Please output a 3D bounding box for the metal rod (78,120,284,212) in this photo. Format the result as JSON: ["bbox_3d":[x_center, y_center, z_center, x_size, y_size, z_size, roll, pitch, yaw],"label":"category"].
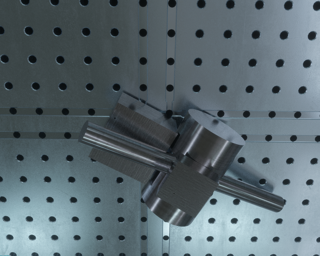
[{"bbox_3d":[0.045,0.057,0.389,0.302,0.025,0.025,23,109,-25],"label":"metal rod"}]

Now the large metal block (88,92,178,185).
[{"bbox_3d":[-0.033,0.013,0.398,0.080,0.050,0.080,28,108,-10],"label":"large metal block"}]

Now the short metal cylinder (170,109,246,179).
[{"bbox_3d":[0.058,0.018,0.388,0.080,0.080,0.050,26,108,-10],"label":"short metal cylinder"}]

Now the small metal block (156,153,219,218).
[{"bbox_3d":[0.031,0.064,0.349,0.050,0.025,0.050,30,108,-2],"label":"small metal block"}]

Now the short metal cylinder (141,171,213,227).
[{"bbox_3d":[0.023,0.083,0.411,0.080,0.080,0.050,28,108,-10],"label":"short metal cylinder"}]
